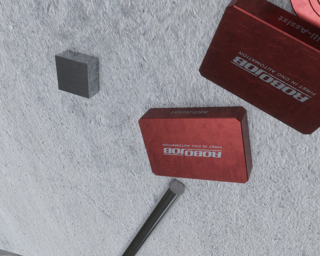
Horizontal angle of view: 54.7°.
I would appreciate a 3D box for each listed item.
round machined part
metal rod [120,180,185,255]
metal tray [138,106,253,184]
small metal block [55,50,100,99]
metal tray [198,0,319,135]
[{"bbox_3d":[0.153,-0.118,0.242,0.098,0.042,0.097,13,124,20],"label":"round machined part"},{"bbox_3d":[-0.032,0.188,0.537,0.025,0.025,0.298,33,129,6],"label":"metal rod"},{"bbox_3d":[0.044,0.020,0.392,0.130,0.030,0.089,1,119,27],"label":"metal tray"},{"bbox_3d":[-0.111,-0.073,0.418,0.050,0.025,0.050,18,125,17],"label":"small metal block"},{"bbox_3d":[0.110,-0.057,0.291,0.130,0.030,0.090,31,148,7],"label":"metal tray"}]
